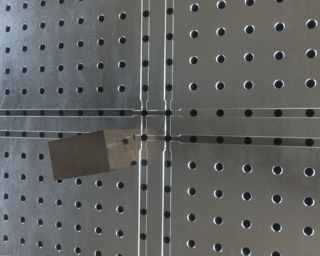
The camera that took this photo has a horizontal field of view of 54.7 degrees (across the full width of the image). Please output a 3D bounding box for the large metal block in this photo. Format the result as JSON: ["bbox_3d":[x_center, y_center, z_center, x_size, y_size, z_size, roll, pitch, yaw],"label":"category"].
[{"bbox_3d":[-0.086,0.034,0.412,0.080,0.080,0.050,-11,86,19],"label":"large metal block"}]
